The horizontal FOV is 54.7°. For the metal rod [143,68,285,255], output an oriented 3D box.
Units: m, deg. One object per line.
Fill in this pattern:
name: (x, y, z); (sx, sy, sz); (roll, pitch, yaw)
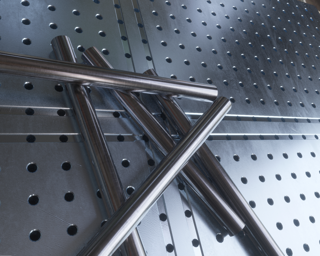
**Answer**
metal rod: (0.063, 0.044, 0.417); (0.025, 0.025, 0.299); (-25, 76, -37)

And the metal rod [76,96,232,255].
metal rod: (0.009, 0.047, 0.353); (0.025, 0.025, 0.302); (44, 51, 2)

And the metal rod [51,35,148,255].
metal rod: (-0.075, 0.016, 0.358); (0.025, 0.025, 0.299); (-10, 67, -33)

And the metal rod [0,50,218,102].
metal rod: (-0.059, -0.061, 0.383); (0.302, 0.025, 0.025); (5, 60, -26)

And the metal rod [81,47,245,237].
metal rod: (0.000, 0.012, 0.401); (0.025, 0.025, 0.300); (-35, 81, -39)
